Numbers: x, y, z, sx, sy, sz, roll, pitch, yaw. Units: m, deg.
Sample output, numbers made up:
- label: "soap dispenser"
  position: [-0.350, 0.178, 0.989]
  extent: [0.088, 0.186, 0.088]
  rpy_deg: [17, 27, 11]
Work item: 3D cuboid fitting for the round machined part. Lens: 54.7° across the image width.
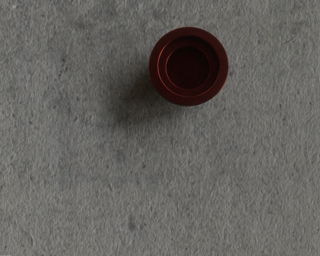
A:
- label: "round machined part"
  position: [0.036, -0.076, 0.402]
  extent: [0.099, 0.042, 0.097]
  rpy_deg: [0, 90, -1]
